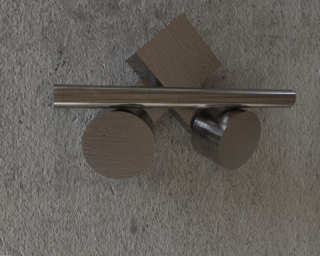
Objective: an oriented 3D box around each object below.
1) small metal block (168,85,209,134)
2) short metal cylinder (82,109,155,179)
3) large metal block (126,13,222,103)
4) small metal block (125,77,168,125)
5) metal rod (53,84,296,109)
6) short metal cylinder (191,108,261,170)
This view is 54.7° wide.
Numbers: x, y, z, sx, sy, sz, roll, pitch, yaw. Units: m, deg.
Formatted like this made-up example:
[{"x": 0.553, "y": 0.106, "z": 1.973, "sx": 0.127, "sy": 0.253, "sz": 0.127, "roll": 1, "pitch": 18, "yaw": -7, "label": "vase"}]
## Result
[{"x": 0.045, "y": -0.027, "z": 0.427, "sx": 0.050, "sy": 0.025, "sz": 0.050, "roll": -45, "pitch": 104, "yaw": -14, "label": "small metal block"}, {"x": -0.046, "y": 0.013, "z": 0.365, "sx": 0.081, "sy": 0.050, "sz": 0.079, "roll": 0, "pitch": 107, "yaw": -1, "label": "short metal cylinder"}, {"x": 0.017, "y": -0.085, "z": 0.401, "sx": 0.080, "sy": 0.050, "sz": 0.080, "roll": -44, "pitch": 104, "yaw": -15, "label": "large metal block"}, {"x": -0.023, "y": -0.029, "z": 0.402, "sx": 0.050, "sy": 0.025, "sz": 0.050, "roll": -45, "pitch": 104, "yaw": -15, "label": "small metal block"}, {"x": 0.033, "y": -0.036, "z": 0.368, "sx": 0.303, "sy": 0.025, "sz": 0.025, "roll": -2, "pitch": 91, "yaw": -20, "label": "metal rod"}, {"x": 0.089, "y": 0.009, "z": 0.415, "sx": 0.081, "sy": 0.050, "sz": 0.079, "roll": -16, "pitch": 117, "yaw": -33, "label": "short metal cylinder"}]
